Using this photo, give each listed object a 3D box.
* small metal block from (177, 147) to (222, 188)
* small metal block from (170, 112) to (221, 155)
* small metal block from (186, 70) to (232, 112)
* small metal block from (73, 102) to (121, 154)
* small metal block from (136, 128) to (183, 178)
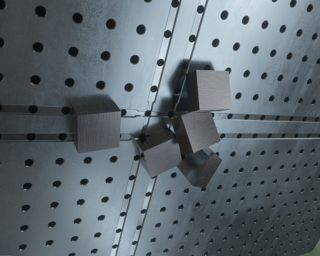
[{"bbox_3d":[0.057,0.052,0.457,0.025,0.050,0.050,16,110,-35],"label":"small metal block"},{"bbox_3d":[0.048,0.003,0.416,0.050,0.025,0.050,-18,90,-33],"label":"small metal block"},{"bbox_3d":[0.063,-0.047,0.401,0.050,0.025,0.050,-4,88,-27],"label":"small metal block"},{"bbox_3d":[-0.075,-0.001,0.369,0.050,0.025,0.050,-8,122,-25],"label":"small metal block"},{"bbox_3d":[0.000,0.035,0.432,0.050,0.025,0.050,-23,127,-14],"label":"small metal block"}]
